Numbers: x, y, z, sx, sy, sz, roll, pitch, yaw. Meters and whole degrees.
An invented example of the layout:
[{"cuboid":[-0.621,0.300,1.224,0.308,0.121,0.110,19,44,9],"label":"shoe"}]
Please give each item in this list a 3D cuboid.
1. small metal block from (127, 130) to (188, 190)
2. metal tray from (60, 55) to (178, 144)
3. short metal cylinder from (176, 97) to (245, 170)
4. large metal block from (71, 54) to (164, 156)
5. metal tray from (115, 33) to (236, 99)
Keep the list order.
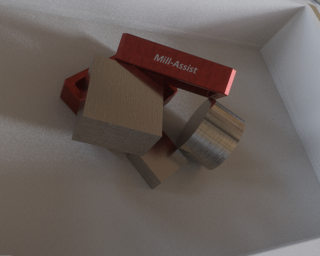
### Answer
[{"cuboid":[-0.003,0.038,0.380,0.050,0.025,0.050,-33,80,-38],"label":"small metal block"},{"cuboid":[-0.049,-0.047,0.403,0.090,0.030,0.131,47,51,4],"label":"metal tray"},{"cuboid":[0.064,0.007,0.401,0.050,0.080,0.080,34,51,-6],"label":"short metal cylinder"},{"cuboid":[-0.044,-0.023,0.338,0.081,0.050,0.080,15,56,-20],"label":"large metal block"},{"cuboid":[0.017,-0.071,0.379,0.131,0.090,0.030,18,92,-1],"label":"metal tray"}]
